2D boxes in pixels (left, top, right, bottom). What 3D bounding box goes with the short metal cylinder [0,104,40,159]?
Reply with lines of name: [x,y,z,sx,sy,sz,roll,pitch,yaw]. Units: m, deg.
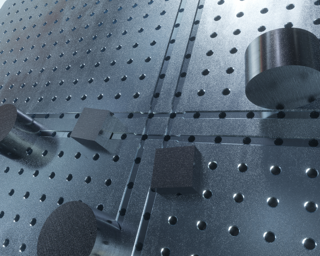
short metal cylinder: [-0.253,0.006,0.521,0.080,0.050,0.080,-13,56,21]

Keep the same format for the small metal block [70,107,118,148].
small metal block: [-0.098,-0.001,0.460,0.050,0.025,0.050,8,66,31]

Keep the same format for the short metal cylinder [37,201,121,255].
short metal cylinder: [-0.093,0.131,0.360,0.080,0.050,0.080,-13,56,21]

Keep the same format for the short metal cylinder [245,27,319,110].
short metal cylinder: [0.135,-0.062,0.340,0.080,0.080,0.050,-7,59,25]

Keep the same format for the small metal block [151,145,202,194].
small metal block: [0.020,0.050,0.367,0.050,0.025,0.050,-7,59,24]
